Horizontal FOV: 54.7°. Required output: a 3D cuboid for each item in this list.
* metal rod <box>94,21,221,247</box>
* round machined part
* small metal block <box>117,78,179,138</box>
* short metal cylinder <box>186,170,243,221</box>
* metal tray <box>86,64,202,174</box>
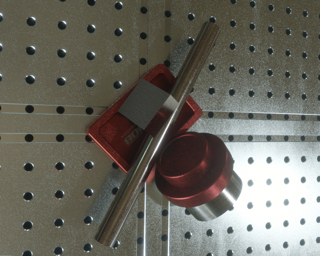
[{"bbox_3d":[0.002,0.000,0.382,0.025,0.025,0.299,30,80,-18],"label":"metal rod"},{"bbox_3d":[0.035,0.043,0.377,0.098,0.098,0.042,-48,127,-14],"label":"round machined part"},{"bbox_3d":[-0.014,-0.025,0.372,0.050,0.050,0.025,-54,145,-3],"label":"small metal block"},{"bbox_3d":[0.059,0.074,0.405,0.080,0.080,0.050,-45,105,-15],"label":"short metal cylinder"},{"bbox_3d":[-0.018,-0.009,0.403,0.130,0.030,0.090,-45,104,-15],"label":"metal tray"}]
